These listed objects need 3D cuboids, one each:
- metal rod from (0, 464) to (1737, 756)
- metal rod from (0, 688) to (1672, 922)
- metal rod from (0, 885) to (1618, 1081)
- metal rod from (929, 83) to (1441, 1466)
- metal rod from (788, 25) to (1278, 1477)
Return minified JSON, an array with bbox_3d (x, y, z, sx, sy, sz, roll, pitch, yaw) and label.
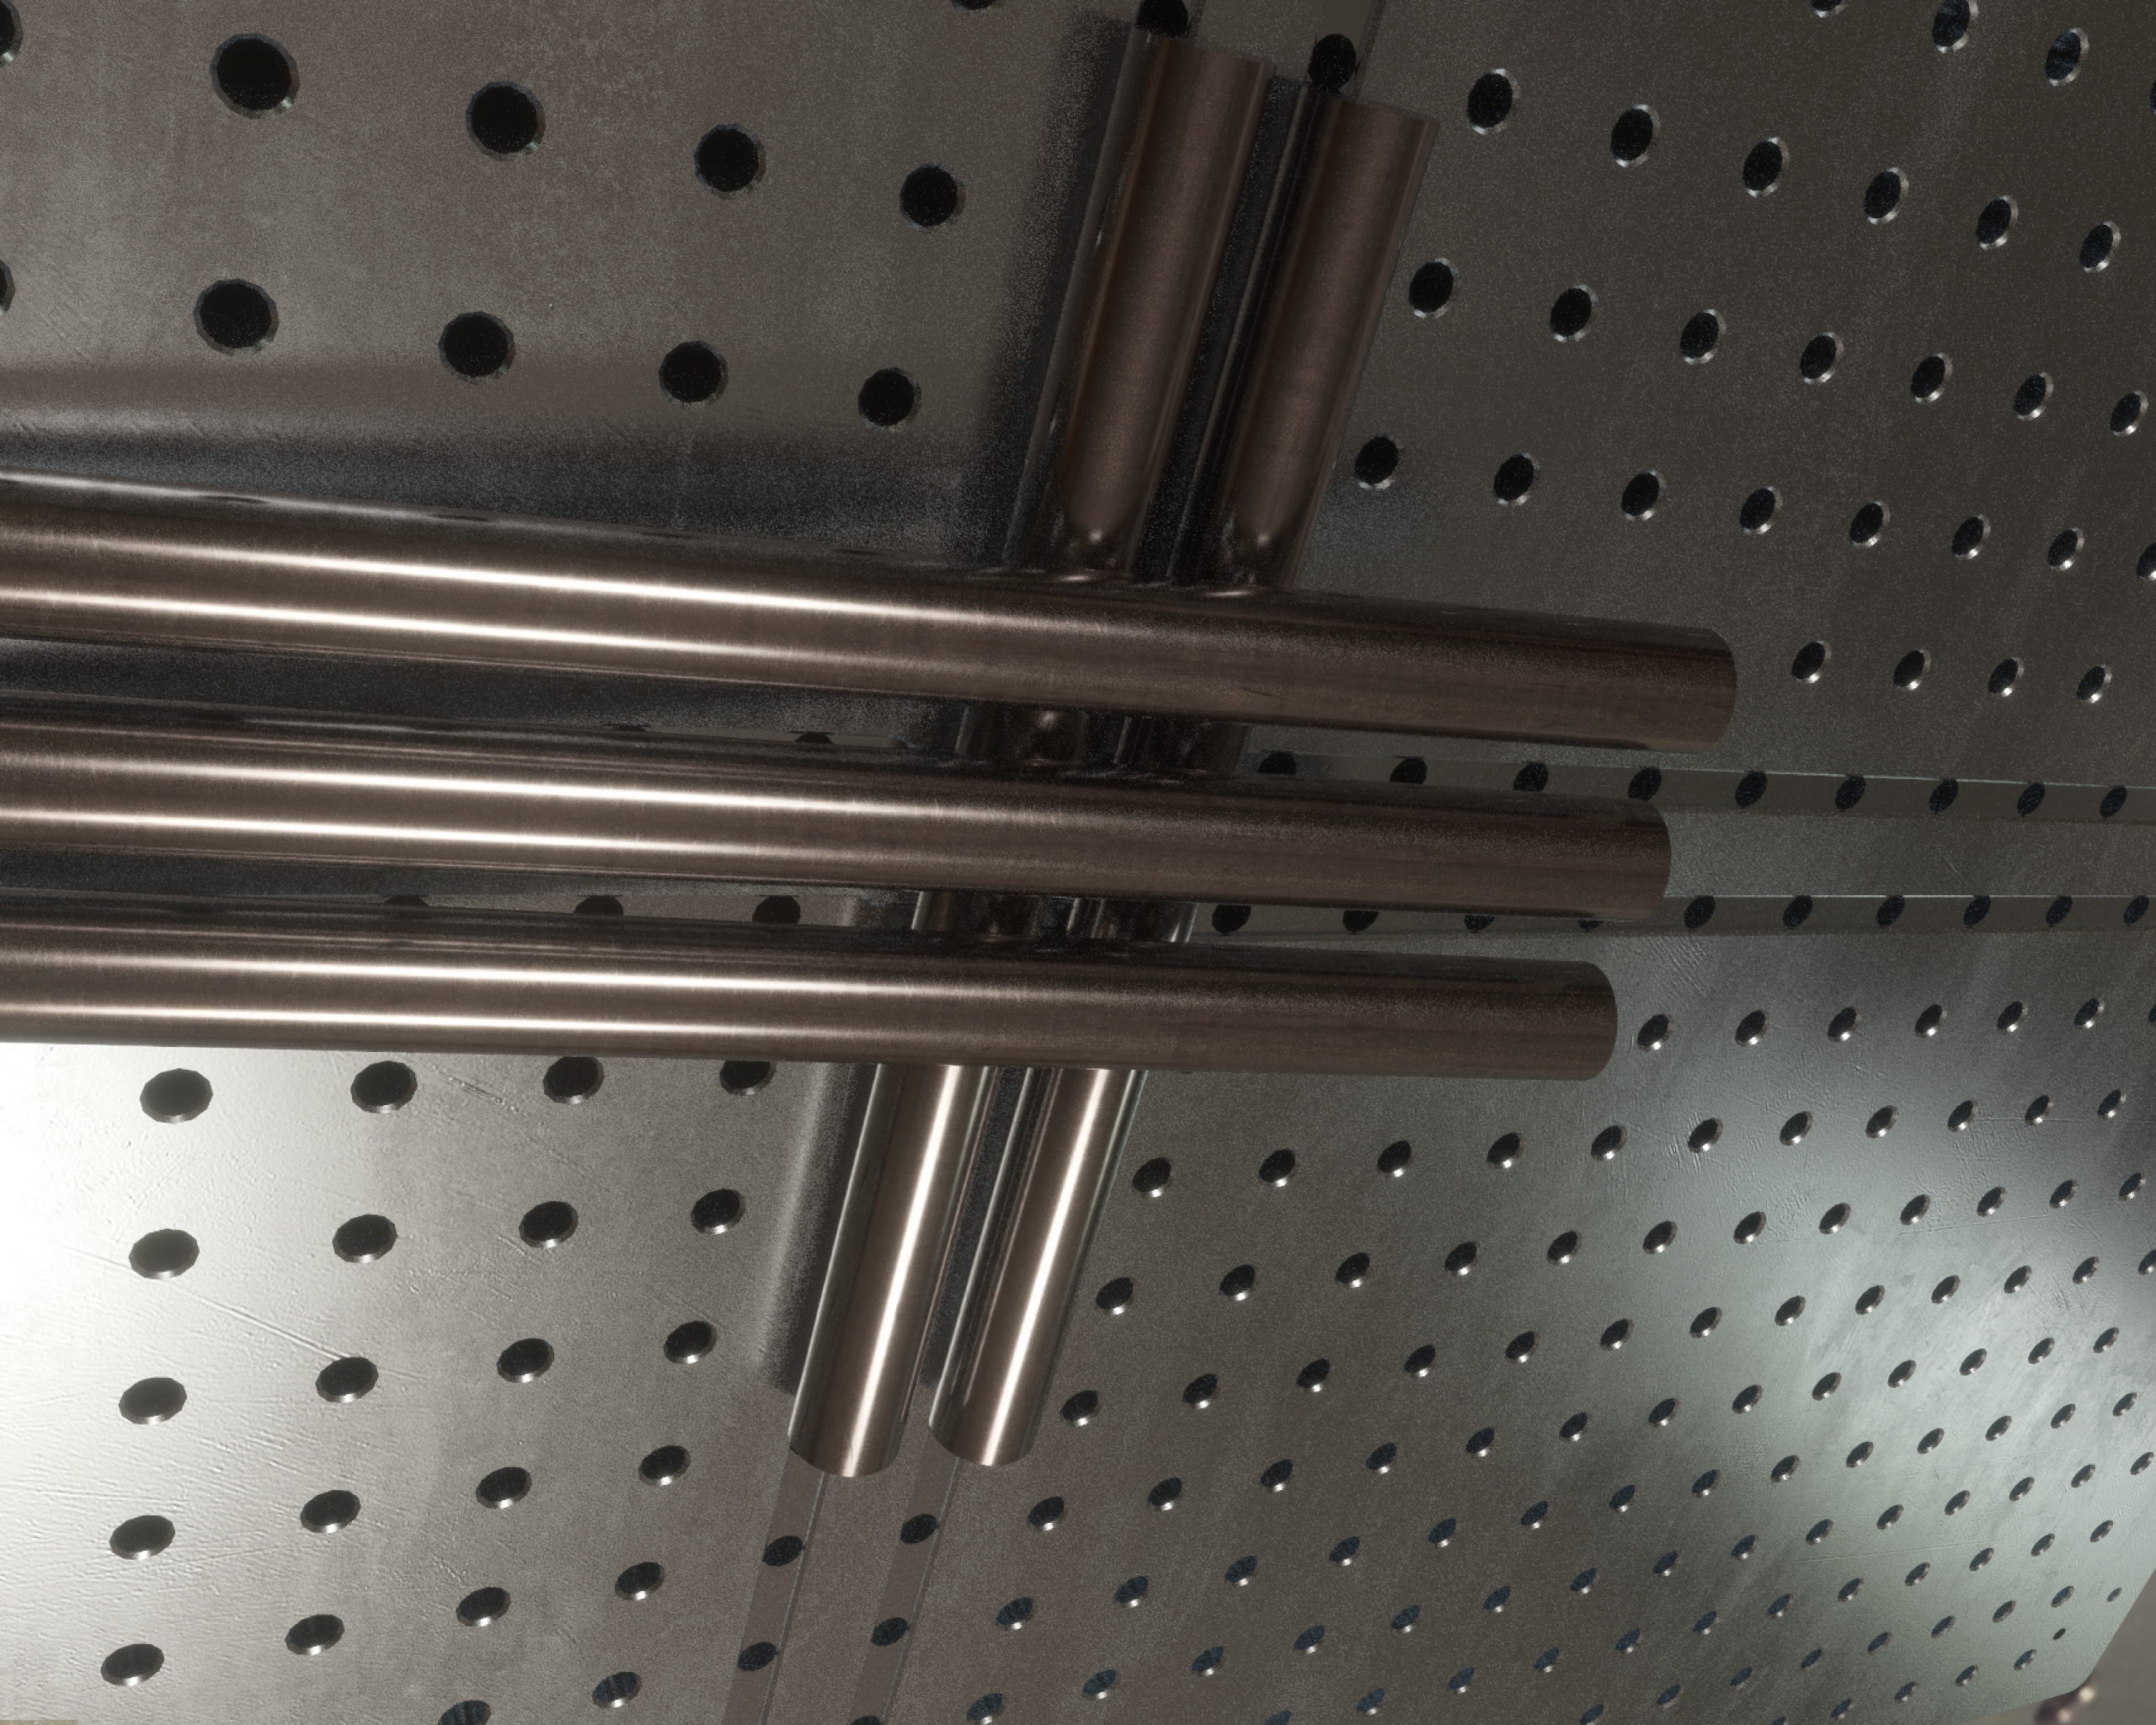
[{"bbox_3d":[-0.022,-0.039,0.350,0.303,0.025,0.025,2,118,-21],"label":"metal rod"},{"bbox_3d":[-0.029,-0.007,0.365,0.303,0.025,0.025,3,117,-21],"label":"metal rod"},{"bbox_3d":[-0.036,0.024,0.381,0.303,0.025,0.025,4,117,-21],"label":"metal rod"},{"bbox_3d":[0.014,0.000,0.421,0.025,0.025,0.298,1,118,-29],"label":"metal rod"},{"bbox_3d":[-0.016,-0.003,0.402,0.025,0.025,0.298,1,118,-29],"label":"metal rod"}]
